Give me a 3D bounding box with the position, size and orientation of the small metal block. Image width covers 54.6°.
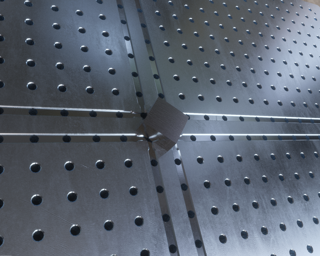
[{"bbox_3d":[0.004,-0.006,0.413,0.050,0.025,0.050,34,52,-7],"label":"small metal block"}]
